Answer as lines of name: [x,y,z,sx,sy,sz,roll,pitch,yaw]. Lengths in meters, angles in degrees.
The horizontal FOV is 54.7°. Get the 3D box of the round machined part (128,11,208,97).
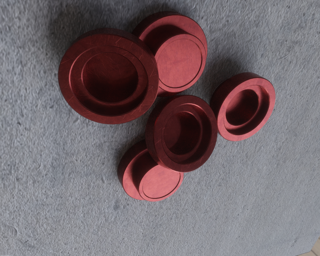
round machined part: [0.013,-0.080,0.356,0.099,0.042,0.097,-14,125,-21]

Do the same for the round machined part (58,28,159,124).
round machined part: [-0.051,-0.056,0.322,0.099,0.042,0.097,-2,123,-3]

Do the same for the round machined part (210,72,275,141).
round machined part: [0.111,-0.033,0.439,0.099,0.042,0.097,-14,125,-21]

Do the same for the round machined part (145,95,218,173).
round machined part: [0.024,0.006,0.402,0.099,0.042,0.097,-4,97,-31]

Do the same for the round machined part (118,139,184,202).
round machined part: [-0.006,0.064,0.434,0.099,0.042,0.097,-14,125,-21]
